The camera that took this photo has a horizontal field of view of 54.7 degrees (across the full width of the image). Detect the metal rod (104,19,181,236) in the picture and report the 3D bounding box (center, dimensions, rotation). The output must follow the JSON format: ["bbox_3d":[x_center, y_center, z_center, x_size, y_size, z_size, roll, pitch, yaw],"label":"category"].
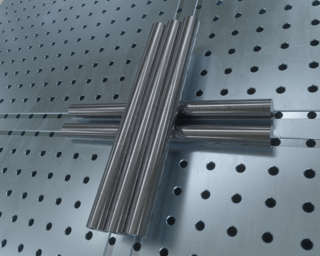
[{"bbox_3d":[-0.013,-0.019,0.394,0.025,0.025,0.300,1,62,28],"label":"metal rod"}]

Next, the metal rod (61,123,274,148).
[{"bbox_3d":[-0.011,0.007,0.408,0.300,0.025,0.025,1,62,28],"label":"metal rod"}]

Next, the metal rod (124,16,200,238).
[{"bbox_3d":[0.010,-0.020,0.383,0.025,0.025,0.300,1,62,28],"label":"metal rod"}]

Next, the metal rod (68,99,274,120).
[{"bbox_3d":[-0.004,-0.024,0.424,0.300,0.025,0.025,1,62,28],"label":"metal rod"}]

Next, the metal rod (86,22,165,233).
[{"bbox_3d":[-0.035,-0.019,0.405,0.025,0.025,0.300,1,62,28],"label":"metal rod"}]
